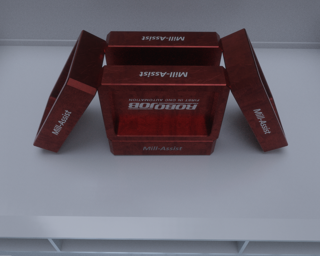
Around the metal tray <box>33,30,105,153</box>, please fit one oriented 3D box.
[{"bbox_3d":[-0.109,-0.040,0.370,0.030,0.129,0.090,22,46,-24],"label":"metal tray"}]

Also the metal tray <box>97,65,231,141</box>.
[{"bbox_3d":[0.004,-0.025,0.342,0.131,0.089,0.030,0,50,-1],"label":"metal tray"}]

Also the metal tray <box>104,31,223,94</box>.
[{"bbox_3d":[0.004,-0.072,0.381,0.131,0.089,0.030,0,50,0],"label":"metal tray"}]

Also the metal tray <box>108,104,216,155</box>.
[{"bbox_3d":[0.003,-0.009,0.408,0.131,0.030,0.090,0,50,-1],"label":"metal tray"}]

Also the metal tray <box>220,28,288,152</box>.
[{"bbox_3d":[0.114,-0.042,0.372,0.030,0.130,0.090,-20,47,23],"label":"metal tray"}]
